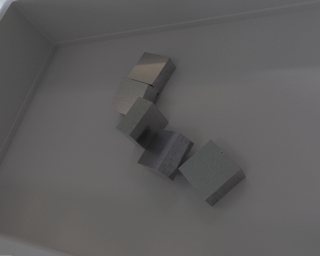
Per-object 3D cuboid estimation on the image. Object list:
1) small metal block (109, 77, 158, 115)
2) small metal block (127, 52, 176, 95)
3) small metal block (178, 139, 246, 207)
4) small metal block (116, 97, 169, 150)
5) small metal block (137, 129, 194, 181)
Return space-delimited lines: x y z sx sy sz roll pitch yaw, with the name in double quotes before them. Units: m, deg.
"small metal block" -0.038 -0.041 0.443 0.050 0.025 0.050 22 88 36
"small metal block" -0.012 -0.082 0.463 0.050 0.025 0.050 21 73 36
"small metal block" 0.057 0.050 0.345 0.050 0.025 0.050 -42 51 -1
"small metal block" -0.021 -0.004 0.404 0.025 0.050 0.050 26 76 37
"small metal block" 0.006 0.031 0.372 0.050 0.025 0.050 -59 28 -14
